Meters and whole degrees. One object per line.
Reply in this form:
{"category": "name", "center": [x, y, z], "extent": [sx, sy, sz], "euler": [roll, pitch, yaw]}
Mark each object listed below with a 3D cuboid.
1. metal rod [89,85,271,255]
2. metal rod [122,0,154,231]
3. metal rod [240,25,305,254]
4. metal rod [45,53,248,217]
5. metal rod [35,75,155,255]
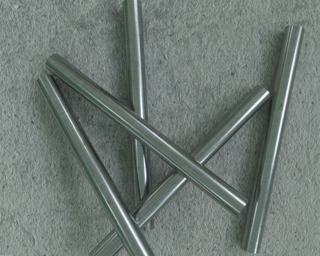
{"category": "metal rod", "center": [0.030, 0.056, 0.392], "extent": [0.300, 0.025, 0.025], "euler": [-44, 90, -7]}
{"category": "metal rod", "center": [-0.028, -0.016, 0.409], "extent": [0.025, 0.025, 0.298], "euler": [-3, 90, 0]}
{"category": "metal rod", "center": [0.149, 0.015, 0.410], "extent": [0.025, 0.025, 0.298], "euler": [12, 90, 0]}
{"category": "metal rod", "center": [-0.024, 0.002, 0.381], "extent": [0.300, 0.025, 0.025], "euler": [37, 90, 11]}
{"category": "metal rod", "center": [-0.074, 0.059, 0.372], "extent": [0.025, 0.025, 0.299], "euler": [-33, 76, 0]}
